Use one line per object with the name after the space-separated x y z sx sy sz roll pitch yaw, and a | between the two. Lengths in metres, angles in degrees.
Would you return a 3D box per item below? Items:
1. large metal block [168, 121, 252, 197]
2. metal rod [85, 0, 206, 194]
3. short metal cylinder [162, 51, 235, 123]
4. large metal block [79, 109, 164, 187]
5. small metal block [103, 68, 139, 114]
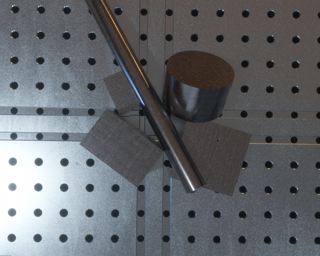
0.061 0.034 0.401 0.080 0.050 0.080 18 90 -1 | large metal block
-0.027 -0.060 0.383 0.025 0.025 0.299 -28 79 0 | metal rod
0.045 -0.052 0.380 0.081 0.080 0.050 9 134 -1 | short metal cylinder
-0.043 0.022 0.385 0.080 0.080 0.050 37 90 -1 | large metal block
-0.041 -0.051 0.413 0.050 0.025 0.050 -24 90 -1 | small metal block
